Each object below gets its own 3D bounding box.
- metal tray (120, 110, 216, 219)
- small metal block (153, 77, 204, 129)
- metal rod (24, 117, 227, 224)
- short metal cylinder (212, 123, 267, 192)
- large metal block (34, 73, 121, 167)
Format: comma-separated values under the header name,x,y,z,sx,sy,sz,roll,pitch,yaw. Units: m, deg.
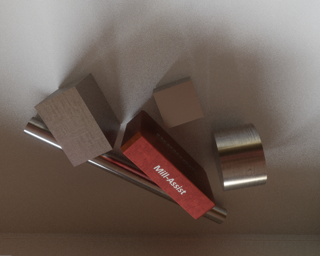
name,x,y,z,sx,sy,sz,roll,pitch,yaw
metal tray,0.011,0.043,0.390,0.030,0.090,0.130,-42,105,13
small metal block,0.023,-0.033,0.397,0.050,0.025,0.050,-19,109,6
metal rod,-0.040,0.063,0.433,0.301,0.025,0.025,27,108,-10
short metal cylinder,0.098,0.037,0.395,0.050,0.080,0.079,-11,110,4
large metal block,-0.093,-0.013,0.374,0.050,0.080,0.080,-25,109,8
